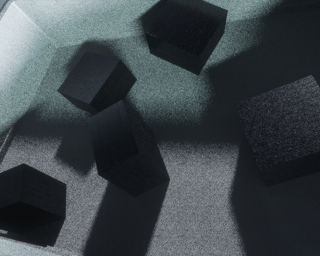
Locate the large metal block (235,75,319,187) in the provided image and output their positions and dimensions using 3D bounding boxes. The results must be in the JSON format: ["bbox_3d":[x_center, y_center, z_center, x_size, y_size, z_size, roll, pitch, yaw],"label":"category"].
[{"bbox_3d":[0.132,0.004,0.317,0.080,0.050,0.080,-21,54,16],"label":"large metal block"}]

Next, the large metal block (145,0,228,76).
[{"bbox_3d":[0.038,-0.133,0.434,0.080,0.050,0.080,28,76,14],"label":"large metal block"}]

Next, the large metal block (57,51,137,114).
[{"bbox_3d":[-0.097,-0.067,0.482,0.080,0.050,0.080,21,73,36],"label":"large metal block"}]

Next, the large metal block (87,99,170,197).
[{"bbox_3d":[-0.037,0.026,0.374,0.050,0.080,0.080,-29,52,10],"label":"large metal block"}]

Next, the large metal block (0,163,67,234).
[{"bbox_3d":[-0.183,0.096,0.408,0.080,0.080,0.050,-22,54,15],"label":"large metal block"}]
